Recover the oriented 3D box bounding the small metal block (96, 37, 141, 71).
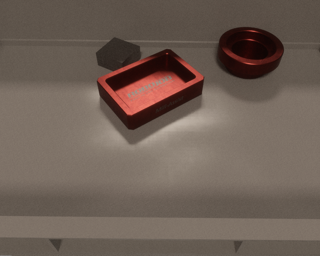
[{"bbox_3d":[-0.067,-0.117,0.503,0.050,0.025,0.050,24,54,18],"label":"small metal block"}]

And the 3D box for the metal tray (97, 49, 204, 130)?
[{"bbox_3d":[-0.013,-0.061,0.452,0.131,0.030,0.090,-29,56,-22],"label":"metal tray"}]

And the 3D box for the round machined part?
[{"bbox_3d":[0.141,-0.116,0.493,0.099,0.042,0.098,0,50,0],"label":"round machined part"}]
